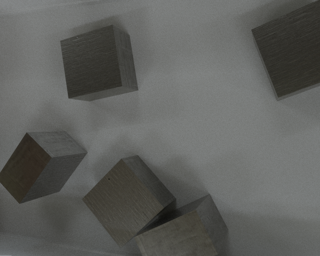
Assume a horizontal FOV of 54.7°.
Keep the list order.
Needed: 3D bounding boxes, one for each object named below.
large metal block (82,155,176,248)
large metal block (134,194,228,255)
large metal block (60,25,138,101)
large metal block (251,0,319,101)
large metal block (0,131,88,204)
[{"bbox_3d":[-0.040,0.094,0.410,0.080,0.050,0.080,-46,76,14],"label":"large metal block"},{"bbox_3d":[0.029,0.126,0.371,0.080,0.080,0.050,-29,81,17],"label":"large metal block"},{"bbox_3d":[-0.082,-0.085,0.425,0.080,0.050,0.080,-10,87,19],"label":"large metal block"},{"bbox_3d":[0.156,-0.083,0.342,0.080,0.050,0.080,-21,83,18],"label":"large metal block"},{"bbox_3d":[-0.163,0.052,0.437,0.050,0.080,0.080,41,103,15],"label":"large metal block"}]
